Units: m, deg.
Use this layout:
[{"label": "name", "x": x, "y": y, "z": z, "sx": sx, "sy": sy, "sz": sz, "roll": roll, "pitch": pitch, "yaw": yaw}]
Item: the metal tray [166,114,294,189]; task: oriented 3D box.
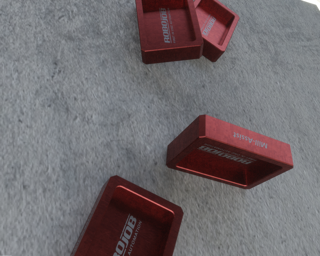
[{"label": "metal tray", "x": 0.085, "y": 0.035, "z": 0.388, "sx": 0.131, "sy": 0.090, "sz": 0.030, "roll": 18, "pitch": 55, "yaw": -18}]

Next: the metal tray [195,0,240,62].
[{"label": "metal tray", "x": 0.088, "y": -0.188, "z": 0.564, "sx": 0.090, "sy": 0.030, "sz": 0.130, "roll": 33, "pitch": 51, "yaw": -7}]

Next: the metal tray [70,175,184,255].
[{"label": "metal tray", "x": -0.036, "y": 0.123, "z": 0.306, "sx": 0.090, "sy": 0.030, "sz": 0.130, "roll": 29, "pitch": 52, "yaw": -10}]

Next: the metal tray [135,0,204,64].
[{"label": "metal tray", "x": 0.011, "y": -0.163, "z": 0.483, "sx": 0.091, "sy": 0.030, "sz": 0.130, "roll": -7, "pitch": 62, "yaw": -2}]
